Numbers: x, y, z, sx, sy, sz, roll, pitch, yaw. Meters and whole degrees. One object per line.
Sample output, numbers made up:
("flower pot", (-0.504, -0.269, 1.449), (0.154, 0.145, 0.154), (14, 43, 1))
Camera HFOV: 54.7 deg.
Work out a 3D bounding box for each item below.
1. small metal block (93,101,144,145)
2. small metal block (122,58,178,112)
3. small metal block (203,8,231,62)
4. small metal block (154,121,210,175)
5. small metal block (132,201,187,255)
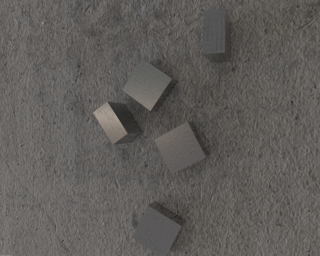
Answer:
("small metal block", (-0.055, -0.007, 0.415), (0.025, 0.050, 0.050), (-37, 78, 16))
("small metal block", (-0.013, -0.057, 0.414), (0.050, 0.025, 0.050), (37, 102, 16))
("small metal block", (0.069, -0.109, 0.371), (0.025, 0.050, 0.050), (1, 90, 20))
("small metal block", (0.029, 0.025, 0.399), (0.050, 0.025, 0.050), (-29, 81, 17))
("small metal block", (-0.001, 0.134, 0.409), (0.050, 0.025, 0.050), (28, 99, 17))
